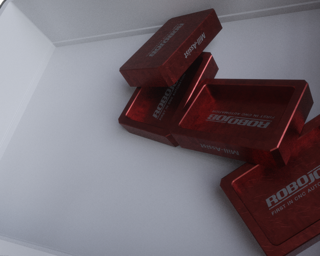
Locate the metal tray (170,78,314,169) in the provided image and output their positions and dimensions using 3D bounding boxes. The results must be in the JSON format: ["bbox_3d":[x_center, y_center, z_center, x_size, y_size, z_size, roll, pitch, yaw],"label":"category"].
[{"bbox_3d":[0.085,-0.012,0.340,0.130,0.030,0.090,10,57,44],"label":"metal tray"}]

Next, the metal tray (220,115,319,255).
[{"bbox_3d":[0.136,0.055,0.296,0.130,0.030,0.090,-35,52,5],"label":"metal tray"}]

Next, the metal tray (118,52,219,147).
[{"bbox_3d":[0.012,-0.046,0.420,0.090,0.030,0.130,16,70,36],"label":"metal tray"}]

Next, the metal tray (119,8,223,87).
[{"bbox_3d":[0.015,-0.110,0.428,0.090,0.030,0.130,9,51,48],"label":"metal tray"}]
